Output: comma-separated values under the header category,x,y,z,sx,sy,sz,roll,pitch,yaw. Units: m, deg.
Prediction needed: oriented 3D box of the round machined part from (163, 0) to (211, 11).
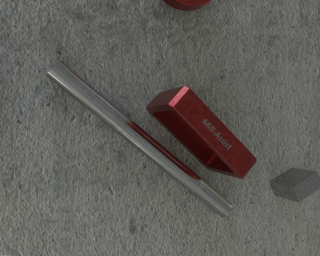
category,x,y,z,sx,sy,sz,roll,pitch,yaw
round machined part,0.031,-0.204,0.412,0.099,0.042,0.097,0,90,-21

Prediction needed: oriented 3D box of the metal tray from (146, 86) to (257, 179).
category,x,y,z,sx,sy,sz,roll,pitch,yaw
metal tray,0.049,0.007,0.393,0.130,0.090,0.030,44,76,-15

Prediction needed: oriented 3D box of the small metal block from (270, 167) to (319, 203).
category,x,y,z,sx,sy,sz,roll,pitch,yaw
small metal block,0.208,0.086,0.475,0.050,0.050,0.025,-25,99,-19

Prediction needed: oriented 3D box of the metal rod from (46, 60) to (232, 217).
category,x,y,z,sx,sy,sz,roll,pitch,yaw
metal rod,-0.015,0.024,0.404,0.300,0.025,0.025,41,77,-16
